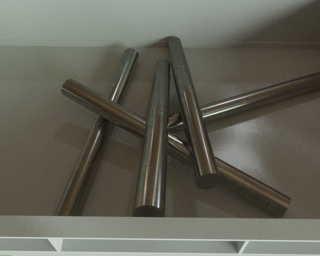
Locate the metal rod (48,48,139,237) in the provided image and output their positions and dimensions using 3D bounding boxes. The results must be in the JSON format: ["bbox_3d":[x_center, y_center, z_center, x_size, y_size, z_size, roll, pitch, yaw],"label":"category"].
[{"bbox_3d":[-0.074,-0.007,0.409,0.025,0.025,0.300,8,50,7],"label":"metal rod"}]

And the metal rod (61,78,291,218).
[{"bbox_3d":[0.007,0.016,0.370,0.301,0.025,0.025,29,56,14],"label":"metal rod"}]

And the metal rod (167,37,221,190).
[{"bbox_3d":[0.035,-0.046,0.413,0.025,0.025,0.300,-3,41,-3],"label":"metal rod"}]

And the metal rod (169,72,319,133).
[{"bbox_3d":[0.132,-0.040,0.439,0.302,0.025,0.025,-17,52,-14],"label":"metal rod"}]

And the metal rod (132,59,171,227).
[{"bbox_3d":[-0.002,-0.015,0.362,0.025,0.025,0.300,2,33,2],"label":"metal rod"}]
